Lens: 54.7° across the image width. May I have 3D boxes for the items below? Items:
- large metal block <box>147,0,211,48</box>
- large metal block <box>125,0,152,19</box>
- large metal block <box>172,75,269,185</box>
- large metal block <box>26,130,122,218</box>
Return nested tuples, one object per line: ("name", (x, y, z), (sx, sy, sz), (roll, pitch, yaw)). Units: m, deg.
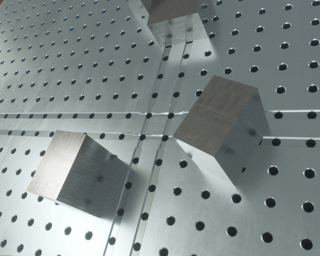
("large metal block", (0.033, -0.180, 0.485), (0.080, 0.050, 0.080), (-5, 59, 25))
("large metal block", (-0.030, -0.239, 0.534), (0.050, 0.080, 0.080), (-44, 51, -2))
("large metal block", (0.069, 0.004, 0.334), (0.050, 0.080, 0.080), (26, 76, 36))
("large metal block", (-0.103, 0.058, 0.390), (0.050, 0.080, 0.080), (7, 65, 31))
